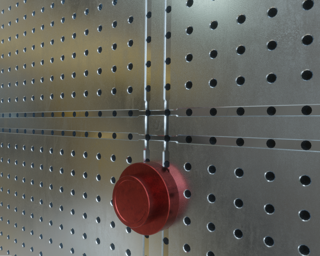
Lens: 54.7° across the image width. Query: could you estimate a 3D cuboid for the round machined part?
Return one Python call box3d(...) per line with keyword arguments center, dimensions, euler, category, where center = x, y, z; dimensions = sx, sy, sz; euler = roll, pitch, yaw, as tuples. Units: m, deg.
box3d(center=(-0.026, 0.096, 0.418), dimensions=(0.098, 0.042, 0.097), euler=(0, 90, 39), category="round machined part")
